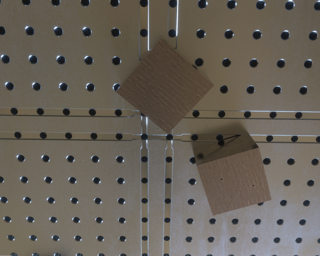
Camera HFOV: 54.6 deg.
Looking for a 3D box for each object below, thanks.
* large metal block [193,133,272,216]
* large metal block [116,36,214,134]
[{"bbox_3d":[0.097,0.062,0.424,0.080,0.050,0.080,-17,109,6],"label":"large metal block"},{"bbox_3d":[0.006,-0.054,0.380,0.080,0.050,0.080,39,105,-13],"label":"large metal block"}]
